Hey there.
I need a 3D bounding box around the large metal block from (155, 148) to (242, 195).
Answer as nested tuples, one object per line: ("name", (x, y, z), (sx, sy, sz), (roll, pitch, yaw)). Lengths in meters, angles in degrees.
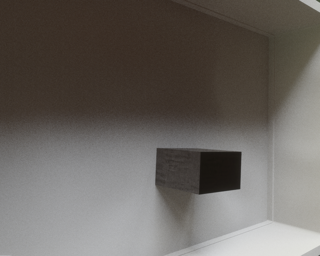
("large metal block", (0.051, 0.054, 0.416), (0.081, 0.080, 0.050), (4, 88, -40))
